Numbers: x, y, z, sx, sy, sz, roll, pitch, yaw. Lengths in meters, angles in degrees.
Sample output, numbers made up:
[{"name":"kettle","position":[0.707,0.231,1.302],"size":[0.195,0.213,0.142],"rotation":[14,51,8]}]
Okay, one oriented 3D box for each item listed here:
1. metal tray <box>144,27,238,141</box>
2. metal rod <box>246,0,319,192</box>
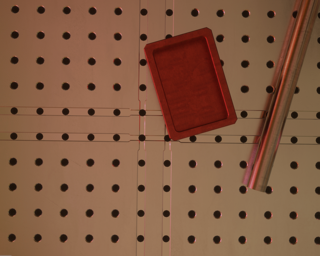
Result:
[{"name":"metal tray","position":[0.039,-0.056,0.411],"size":[0.091,0.030,0.129],"rotation":[-16,90,-1]},{"name":"metal rod","position":[0.170,-0.061,0.415],"size":[0.025,0.025,0.298],"rotation":[16,90,-1]}]
